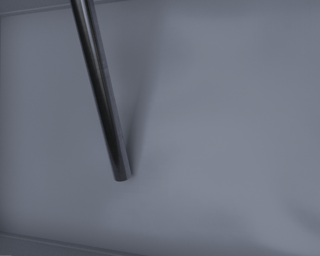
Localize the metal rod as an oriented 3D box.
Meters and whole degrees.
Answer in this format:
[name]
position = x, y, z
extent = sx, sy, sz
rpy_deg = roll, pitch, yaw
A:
[metal rod]
position = -0.074, -0.067, 0.370
extent = 0.025, 0.025, 0.298
rpy_deg = 0, 116, 20
